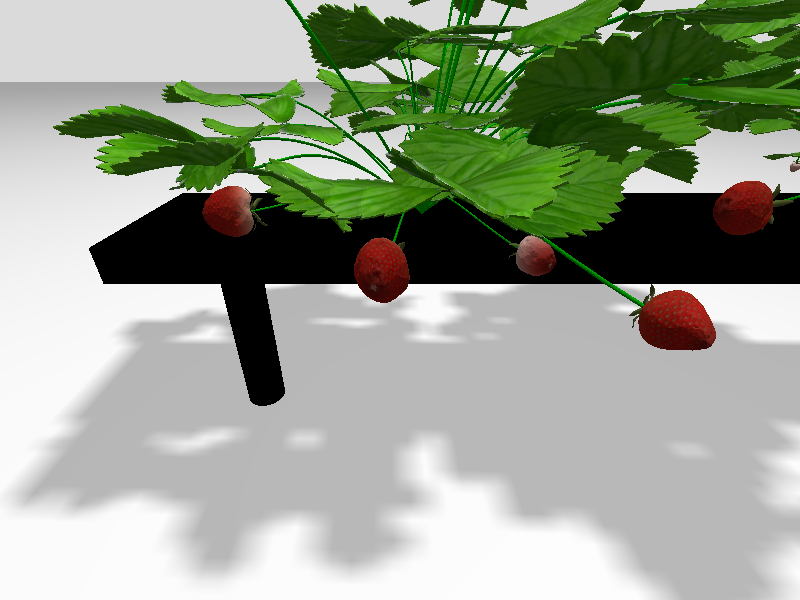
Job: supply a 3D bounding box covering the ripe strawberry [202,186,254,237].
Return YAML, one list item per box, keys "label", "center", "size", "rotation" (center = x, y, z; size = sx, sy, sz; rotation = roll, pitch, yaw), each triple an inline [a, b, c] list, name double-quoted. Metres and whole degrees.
- label: "ripe strawberry"
  center: [-0.129, -0.067, 0.303]
  size: [0.036, 0.037, 0.033]
  rotation: [-11, 32, -17]

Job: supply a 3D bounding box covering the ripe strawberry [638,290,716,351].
- label: "ripe strawberry"
  center: [0.126, 0.011, 0.181]
  size: [0.027, 0.028, 0.029]
  rotation: [-15, 34, -24]

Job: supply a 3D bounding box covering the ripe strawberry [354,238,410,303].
- label: "ripe strawberry"
  center: [-0.011, -0.014, 0.215]
  size: [0.031, 0.035, 0.033]
  rotation: [6, 31, 9]

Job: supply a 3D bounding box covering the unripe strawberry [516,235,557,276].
- label: "unripe strawberry"
  center: [0.083, -0.026, 0.245]
  size: [0.022, 0.025, 0.024]
  rotation: [-14, 34, -23]

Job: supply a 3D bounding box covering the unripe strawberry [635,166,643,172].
- label: "unripe strawberry"
  center: [0.266, -0.150, 0.449]
  size: [0.011, 0.011, 0.011]
  rotation: [16, 34, 25]

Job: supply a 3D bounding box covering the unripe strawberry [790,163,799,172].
- label: "unripe strawberry"
  center: [0.478, -0.160, 0.484]
  size: [0.010, 0.011, 0.011]
  rotation: [2, 30, 3]

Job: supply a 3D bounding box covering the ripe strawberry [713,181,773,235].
- label: "ripe strawberry"
  center: [0.258, -0.070, 0.305]
  size: [0.039, 0.040, 0.035]
  rotation: [-8, 31, -12]
